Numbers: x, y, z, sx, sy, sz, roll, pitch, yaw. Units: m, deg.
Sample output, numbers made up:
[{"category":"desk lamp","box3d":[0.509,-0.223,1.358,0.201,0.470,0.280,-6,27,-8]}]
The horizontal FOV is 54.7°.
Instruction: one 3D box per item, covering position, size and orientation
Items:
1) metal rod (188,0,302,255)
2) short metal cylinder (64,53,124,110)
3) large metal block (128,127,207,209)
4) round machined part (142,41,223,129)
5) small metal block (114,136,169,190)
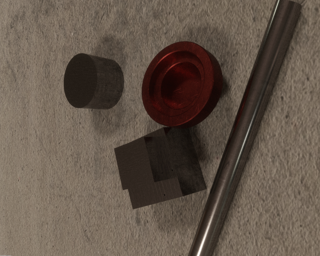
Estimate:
[{"category":"metal rod","box3d":[0.085,0.019,0.333,0.025,0.025,0.298,26,106,36]},{"category":"short metal cylinder","box3d":[-0.101,-0.069,0.469,0.080,0.050,0.079,0,90,39]},{"category":"large metal block","box3d":[0.001,0.050,0.386,0.080,0.050,0.080,-25,75,37]},{"category":"round machined part","box3d":[0.029,-0.047,0.362,0.098,0.042,0.098,-8,76,37]},{"category":"small metal block","box3d":[-0.022,0.041,0.356,0.050,0.025,0.050,-22,77,37]}]
